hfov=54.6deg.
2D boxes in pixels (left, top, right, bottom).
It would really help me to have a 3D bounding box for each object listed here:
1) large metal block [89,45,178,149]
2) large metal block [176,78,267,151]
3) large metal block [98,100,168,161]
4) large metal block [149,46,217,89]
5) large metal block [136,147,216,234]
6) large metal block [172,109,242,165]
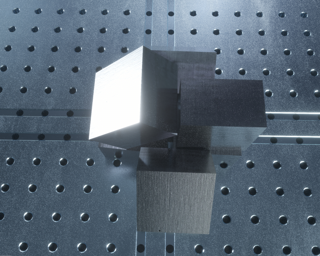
[{"bbox_3d":[-0.028,-0.028,0.331,0.080,0.050,0.080,-17,63,42],"label":"large metal block"},{"bbox_3d":[0.060,-0.011,0.334,0.080,0.080,0.050,2,70,0],"label":"large metal block"},{"bbox_3d":[-0.028,-0.002,0.400,0.080,0.050,0.080,7,70,2],"label":"large metal block"},{"bbox_3d":[0.026,-0.078,0.403,0.080,0.080,0.050,2,108,1],"label":"large metal block"},{"bbox_3d":[0.016,0.070,0.351,0.080,0.050,0.079,2,115,1],"label":"large metal block"},{"bbox_3d":[0.057,0.001,0.398,0.080,0.050,0.080,3,70,1],"label":"large metal block"}]
